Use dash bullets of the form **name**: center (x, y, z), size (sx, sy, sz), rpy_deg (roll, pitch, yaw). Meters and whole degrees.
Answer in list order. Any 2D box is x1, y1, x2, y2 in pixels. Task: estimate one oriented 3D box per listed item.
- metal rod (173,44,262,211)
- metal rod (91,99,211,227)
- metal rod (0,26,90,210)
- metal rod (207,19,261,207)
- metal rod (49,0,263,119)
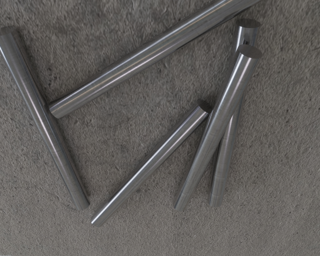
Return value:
- **metal rod**: center (0.061, 0.026, 0.410), size (0.025, 0.025, 0.298), rpy_deg (8, 136, -7)
- **metal rod**: center (-0.027, 0.068, 0.464), size (0.025, 0.025, 0.298), rpy_deg (27, 125, -21)
- **metal rod**: center (-0.145, 0.013, 0.416), size (0.025, 0.025, 0.298), rpy_deg (-5, 130, 4)
- **metal rod**: center (0.090, 0.007, 0.413), size (0.025, 0.025, 0.298), rpy_deg (0, 130, 0)
- **metal rod**: center (-0.003, -0.085, 0.334), size (0.300, 0.025, 0.025), rpy_deg (-27, 125, 20)
